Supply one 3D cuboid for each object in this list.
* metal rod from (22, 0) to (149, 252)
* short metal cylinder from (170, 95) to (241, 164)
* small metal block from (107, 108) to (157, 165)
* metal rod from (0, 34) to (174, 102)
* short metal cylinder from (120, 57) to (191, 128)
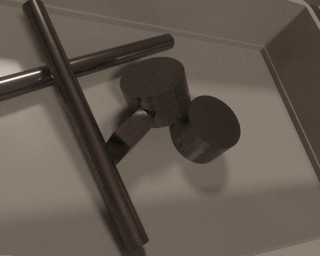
[{"bbox_3d":[-0.087,-0.011,0.344,0.025,0.025,0.299,-19,79,-36],"label":"metal rod"},{"bbox_3d":[0.061,0.002,0.423,0.081,0.050,0.080,14,56,-21],"label":"short metal cylinder"},{"bbox_3d":[-0.037,0.010,0.365,0.025,0.050,0.050,43,51,1],"label":"small metal block"},{"bbox_3d":[-0.093,-0.084,0.408,0.302,0.025,0.025,-27,77,-37],"label":"metal rod"},{"bbox_3d":[-0.004,-0.046,0.391,0.080,0.050,0.080,-9,45,9],"label":"short metal cylinder"}]
